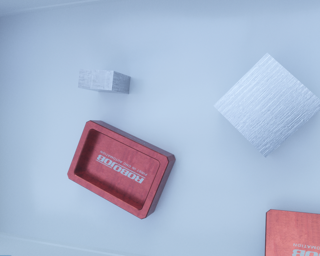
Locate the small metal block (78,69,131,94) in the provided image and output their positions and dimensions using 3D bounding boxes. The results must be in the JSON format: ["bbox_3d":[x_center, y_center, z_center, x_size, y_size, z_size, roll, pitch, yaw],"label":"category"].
[{"bbox_3d":[-0.075,-0.063,0.422,0.050,0.050,0.025,7,93,19],"label":"small metal block"}]

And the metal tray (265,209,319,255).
[{"bbox_3d":[0.177,0.137,0.318,0.130,0.030,0.090,1,50,19],"label":"metal tray"}]

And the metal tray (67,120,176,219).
[{"bbox_3d":[-0.055,0.054,0.426,0.130,0.030,0.089,24,98,18],"label":"metal tray"}]

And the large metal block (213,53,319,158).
[{"bbox_3d":[0.122,-0.024,0.354,0.080,0.050,0.080,-46,76,14],"label":"large metal block"}]
